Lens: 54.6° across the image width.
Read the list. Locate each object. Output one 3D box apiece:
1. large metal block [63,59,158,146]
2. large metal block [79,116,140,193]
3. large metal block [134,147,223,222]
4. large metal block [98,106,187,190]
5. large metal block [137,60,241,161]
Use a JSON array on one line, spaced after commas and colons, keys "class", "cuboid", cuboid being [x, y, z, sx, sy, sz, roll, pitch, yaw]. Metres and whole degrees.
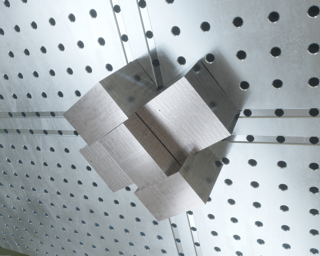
[{"class": "large metal block", "cuboid": [-0.059, -0.032, 0.387, 0.080, 0.080, 0.050, -32, 100, 38]}, {"class": "large metal block", "cuboid": [-0.055, 0.037, 0.449, 0.080, 0.050, 0.080, -30, 102, 38]}, {"class": "large metal block", "cuboid": [0.026, 0.066, 0.403, 0.080, 0.080, 0.050, -32, 100, 37]}, {"class": "large metal block", "cuboid": [-0.016, 0.017, 0.395, 0.050, 0.080, 0.080, -32, 100, 38]}, {"class": "large metal block", "cuboid": [0.033, -0.018, 0.366, 0.080, 0.050, 0.080, -32, 103, 38]}]
